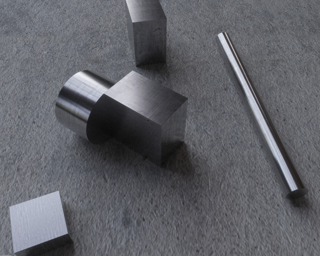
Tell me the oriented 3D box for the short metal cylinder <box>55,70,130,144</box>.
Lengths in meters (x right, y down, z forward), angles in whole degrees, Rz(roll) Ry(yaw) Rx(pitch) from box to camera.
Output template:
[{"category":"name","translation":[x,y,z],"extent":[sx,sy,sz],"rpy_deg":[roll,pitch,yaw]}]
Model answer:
[{"category":"short metal cylinder","translation":[-0.082,-0.026,0.389],"extent":[0.050,0.080,0.080],"rpy_deg":[28,56,21]}]

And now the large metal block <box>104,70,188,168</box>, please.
[{"category":"large metal block","translation":[-0.016,-0.011,0.376],"extent":[0.080,0.080,0.050],"rpy_deg":[30,56,22]}]

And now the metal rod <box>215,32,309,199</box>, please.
[{"category":"metal rod","translation":[0.130,-0.040,0.438],"extent":[0.025,0.025,0.300],"rpy_deg":[-6,50,-6]}]

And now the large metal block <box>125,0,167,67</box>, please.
[{"category":"large metal block","translation":[-0.023,-0.159,0.501],"extent":[0.050,0.080,0.080],"rpy_deg":[-10,51,-8]}]

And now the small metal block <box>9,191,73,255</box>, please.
[{"category":"small metal block","translation":[-0.122,0.100,0.319],"extent":[0.050,0.025,0.050],"rpy_deg":[-17,52,-14]}]
